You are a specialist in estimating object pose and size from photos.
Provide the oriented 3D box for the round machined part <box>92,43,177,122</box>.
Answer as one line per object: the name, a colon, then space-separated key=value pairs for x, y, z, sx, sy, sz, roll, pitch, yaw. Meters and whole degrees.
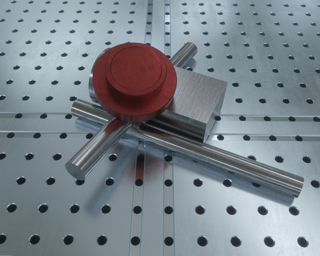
round machined part: x=-0.029 y=-0.059 z=0.361 sx=0.099 sy=0.042 sz=0.098 roll=3 pitch=70 yaw=-7

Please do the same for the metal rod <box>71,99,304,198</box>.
metal rod: x=0.022 y=0.020 z=0.390 sx=0.301 sy=0.025 sz=0.025 roll=19 pitch=53 yaw=15

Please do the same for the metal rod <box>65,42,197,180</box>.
metal rod: x=-0.018 y=-0.044 z=0.419 sx=0.025 sy=0.025 sz=0.301 roll=22 pitch=46 yaw=17

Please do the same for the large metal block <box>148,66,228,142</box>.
large metal block: x=0.035 y=-0.030 z=0.413 sx=0.080 sy=0.050 sz=0.080 roll=20 pitch=53 yaw=16

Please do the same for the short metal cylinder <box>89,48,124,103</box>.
short metal cylinder: x=-0.053 y=-0.064 z=0.424 sx=0.050 sy=0.080 sz=0.080 roll=20 pitch=53 yaw=15
